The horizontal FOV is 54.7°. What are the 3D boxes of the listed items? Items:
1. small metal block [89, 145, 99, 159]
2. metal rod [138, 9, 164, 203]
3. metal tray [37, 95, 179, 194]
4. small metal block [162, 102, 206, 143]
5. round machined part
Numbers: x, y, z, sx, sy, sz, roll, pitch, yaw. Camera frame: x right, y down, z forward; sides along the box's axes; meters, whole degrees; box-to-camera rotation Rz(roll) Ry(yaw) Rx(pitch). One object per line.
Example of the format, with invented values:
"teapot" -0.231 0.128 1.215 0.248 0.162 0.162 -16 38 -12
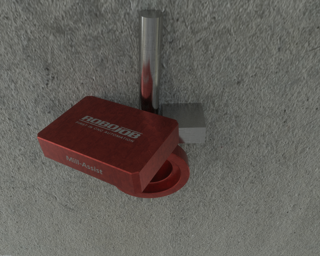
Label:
"small metal block" -0.073 0.016 0.405 0.050 0.050 0.025 -15 129 12
"metal rod" -0.015 -0.002 0.407 0.025 0.025 0.298 2 130 -2
"metal tray" -0.056 0.012 0.345 0.130 0.090 0.030 17 133 24
"small metal block" 0.029 -0.007 0.387 0.050 0.050 0.025 -1 130 0
"round machined part" -0.013 0.046 0.400 0.099 0.042 0.097 -2 134 -2
